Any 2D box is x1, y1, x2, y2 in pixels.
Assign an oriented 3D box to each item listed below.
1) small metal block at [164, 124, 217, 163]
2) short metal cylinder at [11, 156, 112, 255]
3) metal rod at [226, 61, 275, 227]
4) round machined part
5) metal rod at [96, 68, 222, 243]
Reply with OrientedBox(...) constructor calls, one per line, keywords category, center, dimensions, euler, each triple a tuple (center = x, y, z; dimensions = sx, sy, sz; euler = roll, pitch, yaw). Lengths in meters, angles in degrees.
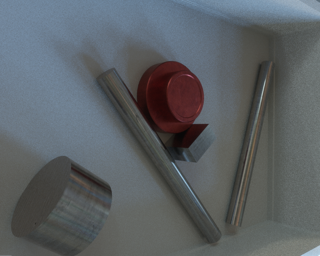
OrientedBox(category="small metal block", center=(0.041, 0.019, 0.427), dimensions=(0.050, 0.050, 0.025), euler=(-46, 118, -30))
OrientedBox(category="short metal cylinder", center=(-0.093, 0.074, 0.295), dimensions=(0.050, 0.080, 0.080), euler=(42, 65, -33))
OrientedBox(category="metal rod", center=(0.162, 0.020, 0.545), dimensions=(0.025, 0.025, 0.299), euler=(27, 73, -37))
OrientedBox(category="round machined part", center=(0.021, -0.041, 0.415), dimensions=(0.099, 0.042, 0.097), euler=(0, 90, -40))
OrientedBox(category="metal rod", center=(0.011, 0.053, 0.417), dimensions=(0.025, 0.025, 0.299), euler=(-48, 119, -30))
